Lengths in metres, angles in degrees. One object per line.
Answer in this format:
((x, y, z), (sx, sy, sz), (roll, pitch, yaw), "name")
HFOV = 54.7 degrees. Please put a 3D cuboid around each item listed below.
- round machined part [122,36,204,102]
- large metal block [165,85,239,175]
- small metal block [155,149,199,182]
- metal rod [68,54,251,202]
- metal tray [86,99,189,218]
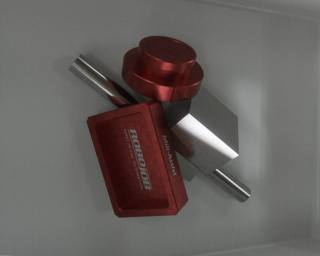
((0.006, -0.077, 0.371), (0.099, 0.098, 0.042), (-2, 131, -20), "round machined part")
((0.053, -0.002, 0.396), (0.080, 0.050, 0.080), (39, 35, -16), "large metal block")
((0.017, 0.042, 0.403), (0.050, 0.050, 0.025), (40, 77, -16), "small metal block")
((0.011, 0.010, 0.414), (0.301, 0.025, 0.025), (38, 78, -16), "metal rod")
((-0.027, 0.038, 0.367), (0.030, 0.090, 0.129), (-26, 102, -60), "metal tray")
